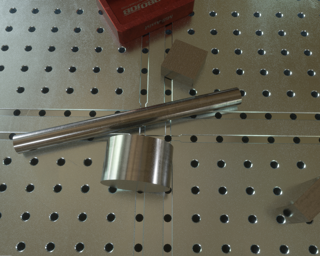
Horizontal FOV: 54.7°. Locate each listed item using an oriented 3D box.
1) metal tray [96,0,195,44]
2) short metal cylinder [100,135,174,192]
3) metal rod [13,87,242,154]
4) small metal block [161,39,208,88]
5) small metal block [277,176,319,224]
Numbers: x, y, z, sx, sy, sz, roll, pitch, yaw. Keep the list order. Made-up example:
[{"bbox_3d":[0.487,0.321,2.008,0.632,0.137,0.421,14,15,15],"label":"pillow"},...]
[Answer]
[{"bbox_3d":[-0.023,-0.197,0.480,0.131,0.030,0.090,-27,73,-10],"label":"metal tray"},{"bbox_3d":[-0.026,0.044,0.366,0.080,0.080,0.050,5,70,1],"label":"short metal cylinder"},{"bbox_3d":[-0.038,-0.011,0.415,0.302,0.025,0.025,-13,71,-5],"label":"metal rod"},{"bbox_3d":[0.035,-0.093,0.446,0.050,0.025,0.050,24,72,8],"label":"small metal block"},{"bbox_3d":[0.175,0.086,0.369,0.050,0.050,0.025,-38,75,-13],"label":"small metal block"}]
